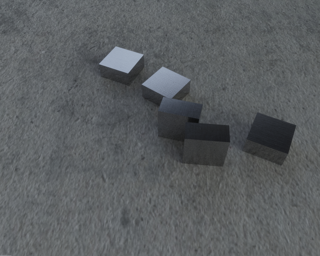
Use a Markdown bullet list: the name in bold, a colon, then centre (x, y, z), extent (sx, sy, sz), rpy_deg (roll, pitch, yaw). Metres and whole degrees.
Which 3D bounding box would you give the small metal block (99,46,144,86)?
- **small metal block**: centre (-0.059, -0.098, 0.484), extent (0.050, 0.025, 0.050), rpy_deg (20, 53, 15)

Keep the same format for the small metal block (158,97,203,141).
- **small metal block**: centre (0.025, -0.009, 0.395), extent (0.050, 0.050, 0.025), rpy_deg (12, 51, 9)

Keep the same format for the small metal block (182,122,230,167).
- **small metal block**: centre (0.054, 0.020, 0.371), extent (0.050, 0.050, 0.025), rpy_deg (4, 50, 3)

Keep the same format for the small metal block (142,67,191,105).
- **small metal block**: centre (0.009, -0.058, 0.452), extent (0.050, 0.025, 0.050), rpy_deg (30, 56, 22)

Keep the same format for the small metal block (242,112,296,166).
- **small metal block**: centre (0.139, 0.013, 0.394), extent (0.050, 0.025, 0.050), rpy_deg (21, 53, 16)
